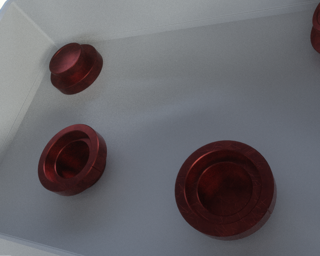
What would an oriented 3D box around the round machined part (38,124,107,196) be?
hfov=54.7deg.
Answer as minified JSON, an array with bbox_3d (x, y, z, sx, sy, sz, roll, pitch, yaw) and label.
[{"bbox_3d":[-0.114,0.047,0.426,0.098,0.042,0.098,-13,56,21],"label":"round machined part"}]

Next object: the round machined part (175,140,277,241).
[{"bbox_3d":[0.069,0.065,0.319,0.098,0.042,0.098,-13,56,21],"label":"round machined part"}]

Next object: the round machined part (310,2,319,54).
[{"bbox_3d":[0.208,-0.121,0.334,0.098,0.042,0.098,-41,33,35],"label":"round machined part"}]

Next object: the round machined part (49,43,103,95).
[{"bbox_3d":[-0.153,-0.110,0.543,0.098,0.042,0.098,-13,56,21],"label":"round machined part"}]
